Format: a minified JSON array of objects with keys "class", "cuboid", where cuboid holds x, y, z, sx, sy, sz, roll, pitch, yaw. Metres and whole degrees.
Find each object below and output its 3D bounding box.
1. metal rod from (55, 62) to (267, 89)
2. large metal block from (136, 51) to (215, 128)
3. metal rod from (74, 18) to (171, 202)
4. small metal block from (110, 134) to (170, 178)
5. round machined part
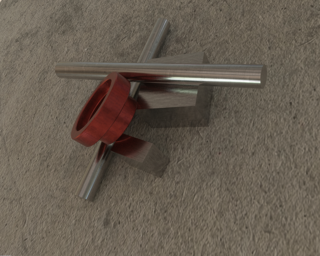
[{"class":"metal rod","cuboid":[-0.022,-0.070,0.392,0.300,0.025,0.025,8,66,31]},{"class":"large metal block","cuboid":[0.022,-0.047,0.404,0.080,0.050,0.080,-2,61,27]},{"class":"metal rod","cuboid":[-0.047,-0.040,0.450,0.025,0.025,0.300,9,66,31]},{"class":"small metal block","cuboid":[-0.023,0.034,0.378,0.050,0.050,0.025,16,71,34]},{"class":"round machined part","cuboid":[-0.065,-0.018,0.386,0.098,0.042,0.098,-42,27,28]}]
